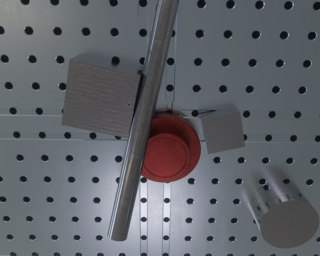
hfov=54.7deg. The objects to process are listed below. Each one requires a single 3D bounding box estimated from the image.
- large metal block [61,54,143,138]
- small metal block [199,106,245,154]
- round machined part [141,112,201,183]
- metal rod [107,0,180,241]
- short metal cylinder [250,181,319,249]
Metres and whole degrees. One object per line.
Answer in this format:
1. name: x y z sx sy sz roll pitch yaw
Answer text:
1. large metal block: -0.070 -0.041 0.384 0.081 0.050 0.079 12 110 -5
2. small metal block: 0.083 0.003 0.415 0.050 0.025 0.050 -12 110 4
3. round machined part: 0.006 0.032 0.416 0.099 0.042 0.097 0 110 0
4. metal rod: -0.022 -0.007 0.375 0.025 0.025 0.298 12 96 -5
5. short metal cylinder: 0.178 0.125 0.448 0.081 0.050 0.079 0 110 0
